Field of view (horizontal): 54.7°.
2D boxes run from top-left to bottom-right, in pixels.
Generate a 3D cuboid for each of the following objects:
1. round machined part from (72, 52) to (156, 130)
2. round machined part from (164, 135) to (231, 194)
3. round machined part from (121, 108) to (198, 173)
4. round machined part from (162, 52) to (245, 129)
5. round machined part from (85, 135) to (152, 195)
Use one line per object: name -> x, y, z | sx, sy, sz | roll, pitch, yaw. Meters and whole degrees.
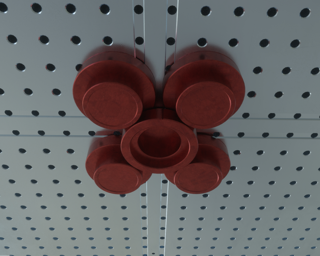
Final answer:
round machined part -> -0.054, -0.036, 0.368 | 0.099, 0.042, 0.097 | -1, 130, 0
round machined part -> 0.054, 0.059, 0.451 | 0.099, 0.042, 0.097 | -1, 130, 0
round machined part -> -0.001, 0.013, 0.409 | 0.099, 0.042, 0.097 | -1, 130, 0
round machined part -> 0.052, -0.037, 0.369 | 0.099, 0.042, 0.097 | -1, 130, 0
round machined part -> -0.059, 0.060, 0.451 | 0.099, 0.042, 0.097 | -1, 130, 0
